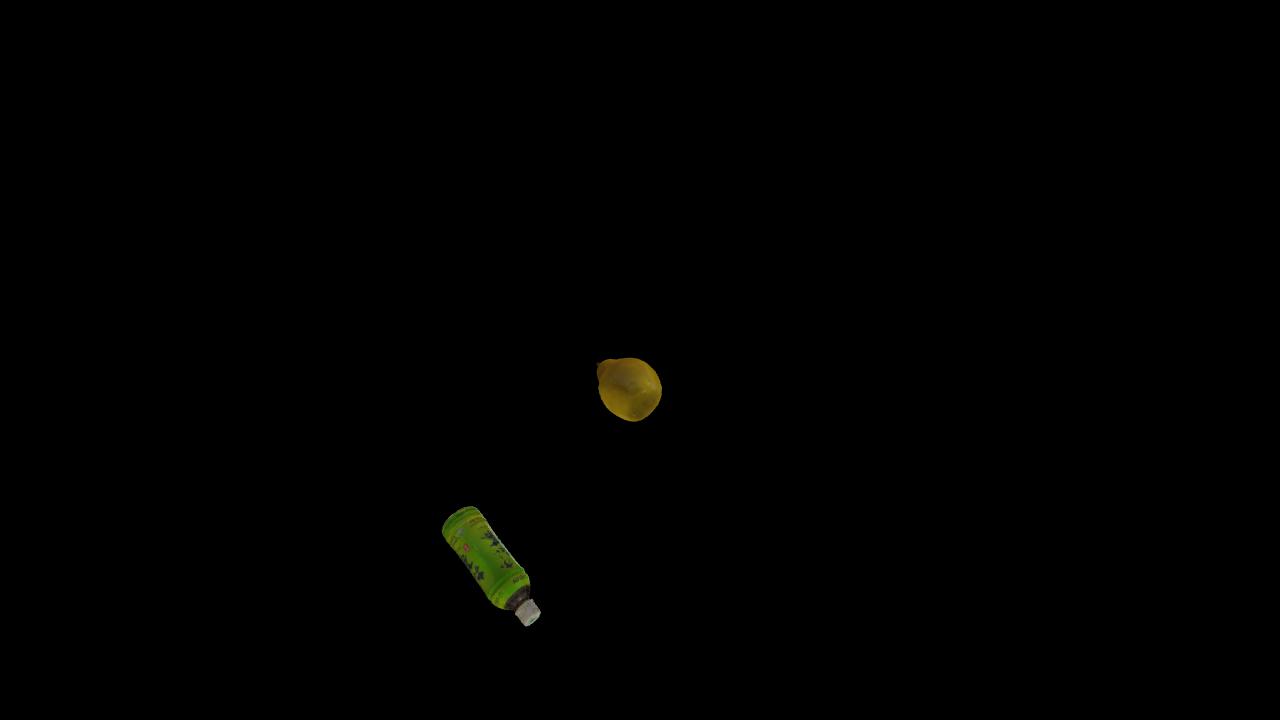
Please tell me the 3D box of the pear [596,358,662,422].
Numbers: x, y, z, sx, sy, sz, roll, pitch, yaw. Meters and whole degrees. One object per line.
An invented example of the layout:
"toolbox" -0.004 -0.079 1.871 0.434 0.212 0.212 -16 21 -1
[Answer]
"pear" -0.024 0.022 0.761 0.080 0.080 0.111 0 34 -47

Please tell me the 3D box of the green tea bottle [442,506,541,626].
"green tea bottle" -0.230 0.327 0.973 0.212 0.073 0.073 41 20 25
